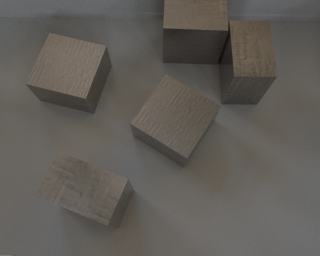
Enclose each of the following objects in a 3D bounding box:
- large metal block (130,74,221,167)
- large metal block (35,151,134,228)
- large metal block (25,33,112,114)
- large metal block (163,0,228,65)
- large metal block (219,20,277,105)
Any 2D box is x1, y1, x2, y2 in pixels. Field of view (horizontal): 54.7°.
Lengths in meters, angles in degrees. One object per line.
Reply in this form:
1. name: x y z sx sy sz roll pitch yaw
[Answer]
1. large metal block: 0.020 -0.008 0.399 0.080 0.050 0.080 32 73 11
2. large metal block: -0.079 0.074 0.353 0.080 0.080 0.050 20 72 7
3. large metal block: -0.120 -0.074 0.422 0.080 0.050 0.080 14 71 5
4. large metal block: 0.045 -0.132 0.429 0.080 0.080 0.050 2 70 1
5. large metal block: 0.112 -0.084 0.412 0.050 0.080 0.080 0 70 0
